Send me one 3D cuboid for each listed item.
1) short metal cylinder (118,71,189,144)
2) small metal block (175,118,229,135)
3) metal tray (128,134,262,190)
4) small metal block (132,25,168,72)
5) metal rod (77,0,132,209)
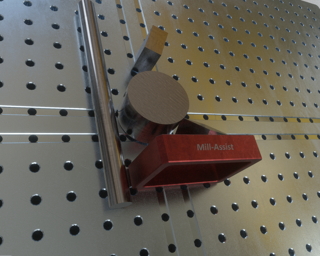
[{"bbox_3d":[-0.009,-0.027,0.399,0.081,0.050,0.080,11,56,-17],"label":"short metal cylinder"},{"bbox_3d":[0.057,0.010,0.406,0.050,0.025,0.050,14,9,-44],"label":"small metal block"},{"bbox_3d":[0.040,0.040,0.362,0.131,0.090,0.030,1,62,-28],"label":"metal tray"},{"bbox_3d":[-0.015,-0.112,0.452,0.025,0.050,0.050,25,53,-14],"label":"small metal block"},{"bbox_3d":[-0.076,-0.048,0.396,0.025,0.025,0.299,0,62,-28],"label":"metal rod"}]
